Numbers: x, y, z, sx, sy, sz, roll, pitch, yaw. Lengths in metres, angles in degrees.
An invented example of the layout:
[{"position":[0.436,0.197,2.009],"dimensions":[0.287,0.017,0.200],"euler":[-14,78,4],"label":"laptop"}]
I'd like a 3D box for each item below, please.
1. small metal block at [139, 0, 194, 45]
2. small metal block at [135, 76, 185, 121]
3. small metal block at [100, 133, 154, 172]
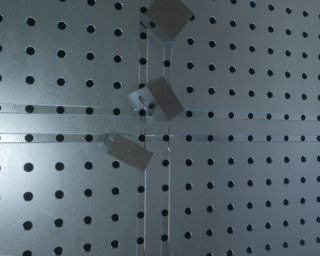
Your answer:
[{"position":[0.009,-0.149,0.417],"dimensions":[0.050,0.025,0.050],"euler":[39,77,-16],"label":"small metal block"},{"position":[-0.001,-0.036,0.400],"dimensions":[0.025,0.050,0.050],"euler":[-37,102,-16],"label":"small metal block"},{"position":[-0.042,0.029,0.385],"dimensions":[0.050,0.050,0.025],"euler":[30,80,-18],"label":"small metal block"}]
